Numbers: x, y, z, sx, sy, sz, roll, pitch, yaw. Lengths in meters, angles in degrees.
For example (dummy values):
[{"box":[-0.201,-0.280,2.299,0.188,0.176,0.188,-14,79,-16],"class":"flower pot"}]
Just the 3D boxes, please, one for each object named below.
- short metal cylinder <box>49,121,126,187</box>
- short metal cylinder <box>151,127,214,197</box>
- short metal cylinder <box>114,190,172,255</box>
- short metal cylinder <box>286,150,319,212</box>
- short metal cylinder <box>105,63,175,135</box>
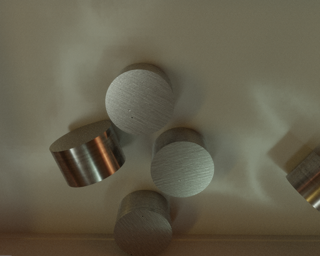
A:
[{"box":[-0.090,0.031,0.392,0.080,0.080,0.050,-18,109,6],"class":"short metal cylinder"},{"box":[0.028,0.045,0.415,0.081,0.050,0.079,0,110,0],"class":"short metal cylinder"},{"box":[-0.023,0.137,0.448,0.081,0.050,0.079,0,110,0],"class":"short metal cylinder"},{"box":[0.217,0.075,0.412,0.080,0.080,0.050,36,106,-12],"class":"short metal cylinder"},{"box":[-0.023,-0.037,0.384,0.081,0.050,0.079,0,110,0],"class":"short metal cylinder"}]
